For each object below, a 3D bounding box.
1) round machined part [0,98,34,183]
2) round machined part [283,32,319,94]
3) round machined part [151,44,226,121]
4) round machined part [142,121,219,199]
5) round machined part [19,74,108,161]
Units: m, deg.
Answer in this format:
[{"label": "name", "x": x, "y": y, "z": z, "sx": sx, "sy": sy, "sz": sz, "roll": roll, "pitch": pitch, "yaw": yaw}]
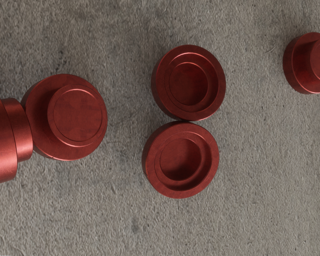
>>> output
[{"label": "round machined part", "x": -0.164, "y": 0.006, "z": 0.314, "sx": 0.042, "sy": 0.098, "sz": 0.097, "roll": -17, "pitch": 97, "yaw": -41}, {"label": "round machined part", "x": 0.249, "y": -0.104, "z": 0.491, "sx": 0.099, "sy": 0.042, "sz": 0.097, "roll": 0, "pitch": 90, "yaw": -20}, {"label": "round machined part", "x": 0.034, "y": -0.057, "z": 0.411, "sx": 0.099, "sy": 0.042, "sz": 0.097, "roll": 1, "pitch": 88, "yaw": -20}, {"label": "round machined part", "x": 0.023, "y": 0.038, "z": 0.403, "sx": 0.099, "sy": 0.042, "sz": 0.097, "roll": -3, "pitch": 101, "yaw": -18}, {"label": "round machined part", "x": -0.100, "y": -0.012, "z": 0.345, "sx": 0.099, "sy": 0.042, "sz": 0.097, "roll": 4, "pitch": 84, "yaw": -42}]
